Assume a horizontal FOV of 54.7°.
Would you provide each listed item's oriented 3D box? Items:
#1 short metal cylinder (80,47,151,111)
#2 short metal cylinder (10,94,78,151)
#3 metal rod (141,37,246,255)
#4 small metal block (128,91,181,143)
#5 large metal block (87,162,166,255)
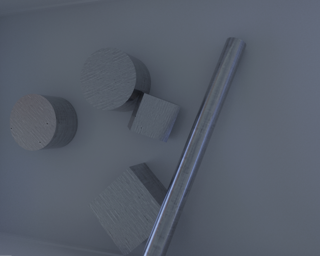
[{"bbox_3d":[-0.059,-0.063,0.417,0.080,0.050,0.079,0,90,19],"label":"short metal cylinder"},{"bbox_3d":[-0.170,-0.008,0.455,0.080,0.050,0.079,0,90,19],"label":"short metal cylinder"},{"bbox_3d":[0.037,0.033,0.362,0.025,0.025,0.299,20,83,18],"label":"metal rod"},{"bbox_3d":[-0.008,-0.015,0.400,0.050,0.025,0.050,19,98,-17],"label":"small metal block"},{"bbox_3d":[-0.033,0.104,0.408,0.080,0.050,0.080,-44,77,14],"label":"large metal block"}]
